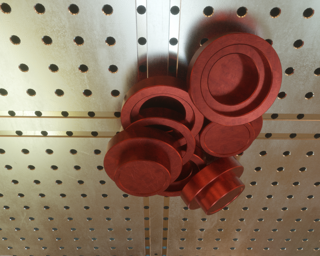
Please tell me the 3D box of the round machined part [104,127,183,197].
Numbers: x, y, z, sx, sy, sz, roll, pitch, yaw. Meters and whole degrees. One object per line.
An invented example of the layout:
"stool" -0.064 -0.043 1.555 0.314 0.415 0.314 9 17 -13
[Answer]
"round machined part" -0.021 0.049 0.386 0.099 0.042 0.097 0 130 0

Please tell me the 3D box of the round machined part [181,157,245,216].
"round machined part" 0.082 0.087 0.443 0.099 0.042 0.098 -27 150 -17

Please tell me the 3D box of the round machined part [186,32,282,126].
"round machined part" 0.077 -0.054 0.340 0.099 0.042 0.097 -2 109 -6

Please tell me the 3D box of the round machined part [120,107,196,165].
"round machined part" -0.004 0.011 0.409 0.099 0.042 0.097 0 130 0

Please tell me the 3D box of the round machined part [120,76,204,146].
"round machined part" 0.003 -0.023 0.381 0.099 0.042 0.097 0 130 0

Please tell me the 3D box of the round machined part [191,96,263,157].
"round machined part" 0.083 0.000 0.401 0.099 0.042 0.097 0 130 0

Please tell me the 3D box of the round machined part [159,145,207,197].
"round machined part" 0.017 0.052 0.444 0.099 0.042 0.097 0 130 0
